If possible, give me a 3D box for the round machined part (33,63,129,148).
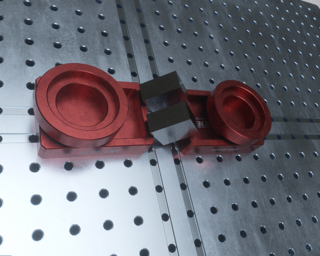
[{"bbox_3d":[-0.089,-0.021,0.346,0.099,0.042,0.098,14,56,-21],"label":"round machined part"}]

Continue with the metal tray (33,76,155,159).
[{"bbox_3d":[-0.078,-0.013,0.372,0.131,0.030,0.090,-1,64,-29],"label":"metal tray"}]

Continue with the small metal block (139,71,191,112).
[{"bbox_3d":[0.007,-0.044,0.404,0.050,0.050,0.025,-19,65,12],"label":"small metal block"}]

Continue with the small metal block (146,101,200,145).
[{"bbox_3d":[0.017,-0.005,0.385,0.050,0.050,0.025,-19,65,12],"label":"small metal block"}]

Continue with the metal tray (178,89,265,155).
[{"bbox_3d":[0.083,-0.009,0.455,0.131,0.030,0.090,1,62,-28],"label":"metal tray"}]

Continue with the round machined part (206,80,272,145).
[{"bbox_3d":[0.109,-0.018,0.451,0.099,0.042,0.098,14,56,-21],"label":"round machined part"}]
